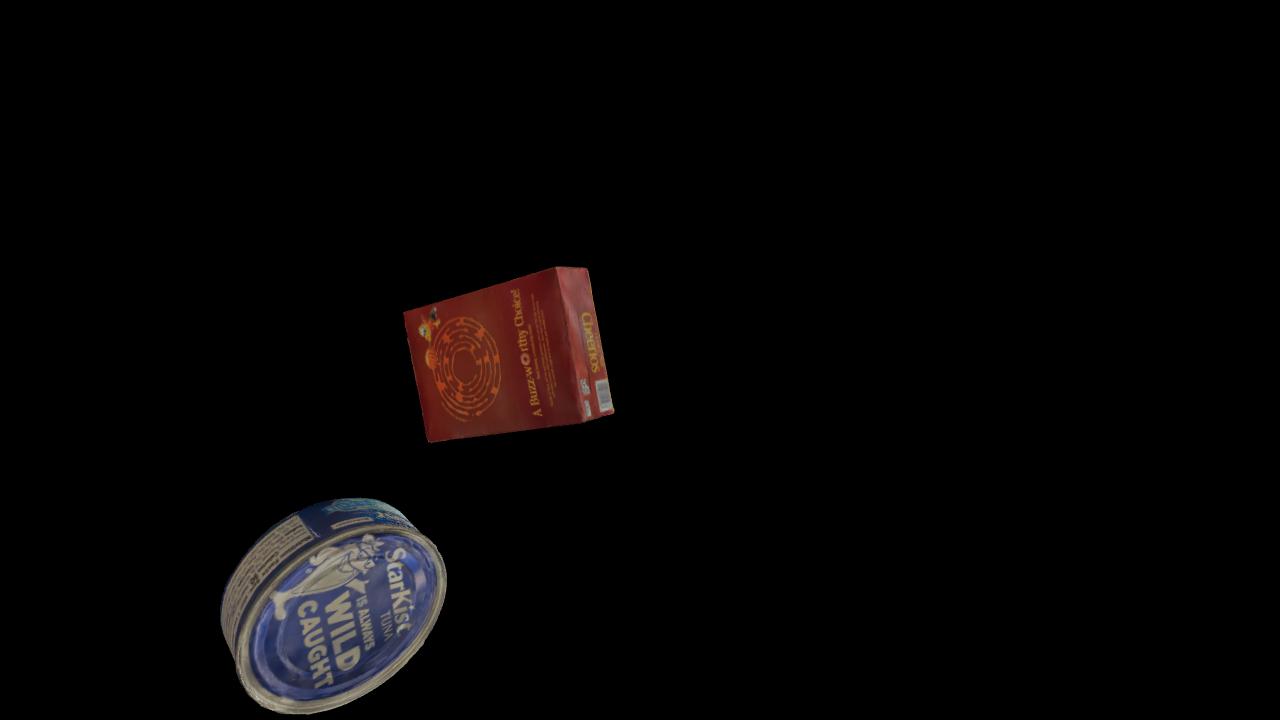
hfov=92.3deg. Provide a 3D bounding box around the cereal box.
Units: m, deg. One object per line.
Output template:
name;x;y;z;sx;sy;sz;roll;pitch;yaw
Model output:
cereal box;-0.194;0.000;0.869;0.306;0.203;0.081;-11;0;32

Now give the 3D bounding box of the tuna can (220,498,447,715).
tuna can;-0.130;0.104;0.266;0.084;0.084;0.034;0;16;-46
